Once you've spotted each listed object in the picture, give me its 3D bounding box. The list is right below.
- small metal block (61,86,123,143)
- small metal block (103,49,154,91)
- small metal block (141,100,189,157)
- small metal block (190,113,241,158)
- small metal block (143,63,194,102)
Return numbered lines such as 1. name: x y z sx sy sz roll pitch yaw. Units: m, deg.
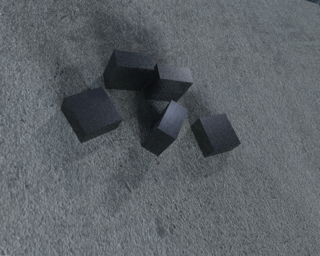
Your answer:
1. small metal block: -0.081 -0.017 0.370 0.050 0.025 0.050 -25 75 -37
2. small metal block: -0.042 -0.075 0.410 0.050 0.050 0.025 1 62 -28
3. small metal block: 0.006 0.001 0.390 0.025 0.050 0.050 32 52 -8
4. small metal block: 0.079 0.010 0.440 0.050 0.025 0.050 -10 67 -33
5. small metal block: 0.010 -0.061 0.430 0.050 0.050 0.025 3 61 -27
